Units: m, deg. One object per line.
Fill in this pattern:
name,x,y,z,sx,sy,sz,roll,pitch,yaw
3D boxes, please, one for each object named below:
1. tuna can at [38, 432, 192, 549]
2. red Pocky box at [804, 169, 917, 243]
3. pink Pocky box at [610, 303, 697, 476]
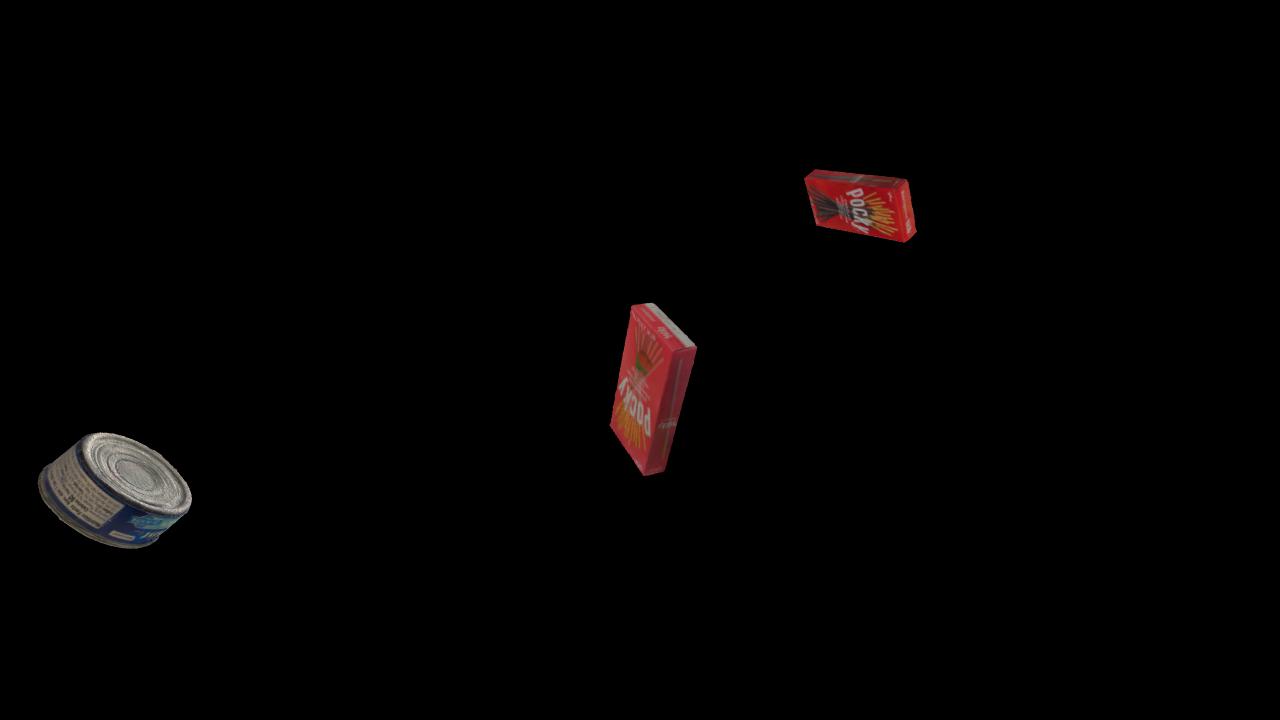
tuna can,-0.366,0.091,0.435,0.034,0.084,0.084,-44,9,-10
red Pocky box,0.296,-0.212,0.838,0.028,0.083,0.155,-39,36,-16
pink Pocky box,0.009,0.031,0.608,0.029,0.155,0.084,-8,38,-28
